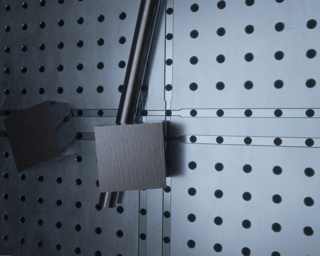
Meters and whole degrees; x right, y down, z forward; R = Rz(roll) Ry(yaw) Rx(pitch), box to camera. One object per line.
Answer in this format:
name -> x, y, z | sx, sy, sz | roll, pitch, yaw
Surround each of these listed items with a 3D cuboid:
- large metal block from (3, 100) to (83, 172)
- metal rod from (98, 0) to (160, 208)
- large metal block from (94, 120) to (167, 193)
large metal block -> -0.172, 0.012, 0.458 | 0.080, 0.050, 0.080 | -20, 84, 18
metal rod -> -0.042, -0.037, 0.426 | 0.025, 0.025, 0.298 | 14, 95, 19
large metal block -> -0.035, 0.033, 0.394 | 0.081, 0.050, 0.079 | -4, 95, -1
